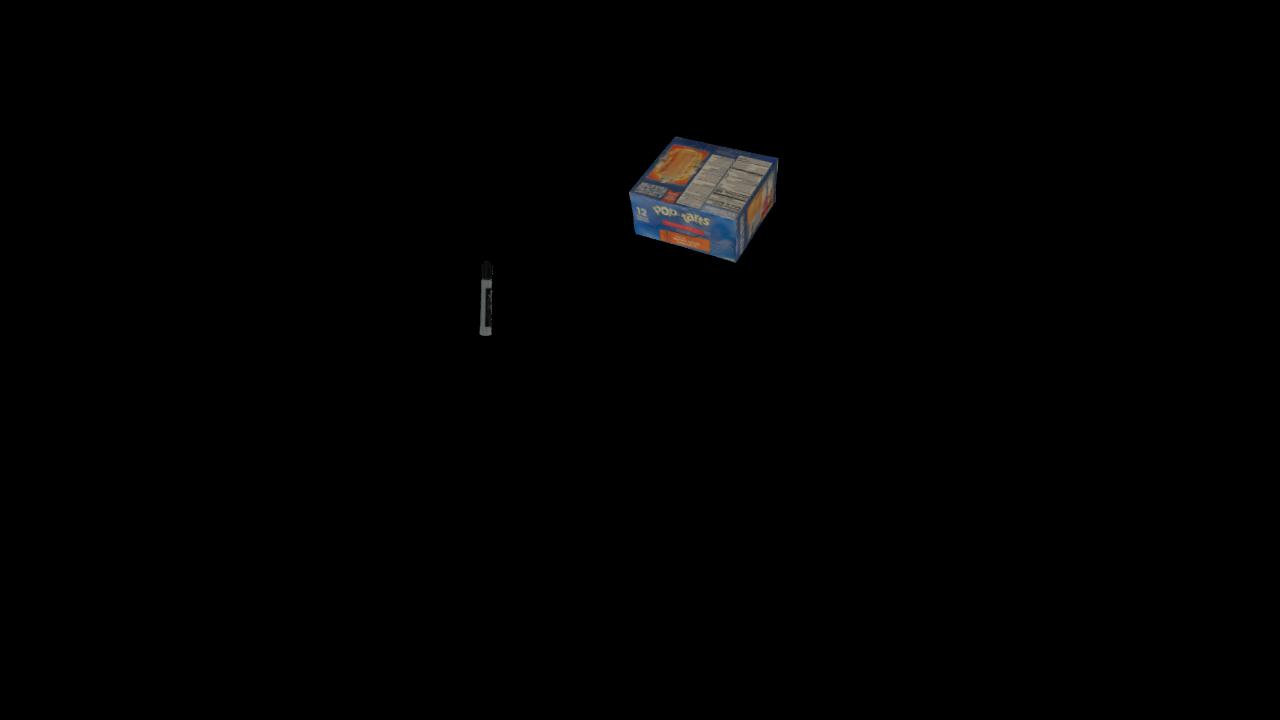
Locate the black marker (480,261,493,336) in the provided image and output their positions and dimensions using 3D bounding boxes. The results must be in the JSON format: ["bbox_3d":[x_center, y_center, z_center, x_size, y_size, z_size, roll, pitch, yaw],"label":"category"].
[{"bbox_3d":[-0.249,-0.099,0.995,0.020,0.121,0.020,6,17,-2],"label":"black marker"}]

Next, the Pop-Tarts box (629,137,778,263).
[{"bbox_3d":[0.093,-0.234,0.885,0.167,0.141,0.083,21,-31,24],"label":"Pop-Tarts box"}]
